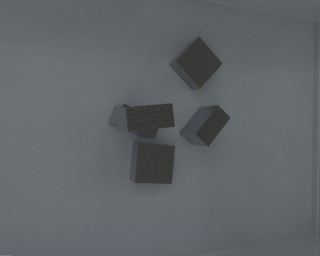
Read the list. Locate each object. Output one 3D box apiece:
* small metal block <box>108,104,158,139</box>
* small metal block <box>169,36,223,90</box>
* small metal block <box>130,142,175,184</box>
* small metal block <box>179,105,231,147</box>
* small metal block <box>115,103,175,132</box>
[{"bbox_3d":[-0.033,-0.008,0.386,0.050,0.050,0.025,23,83,-19],"label":"small metal block"},{"bbox_3d":[0.050,-0.089,0.430,0.050,0.025,0.050,46,76,-15],"label":"small metal block"},{"bbox_3d":[-0.010,0.046,0.408,0.050,0.025,0.050,6,88,-20],"label":"small metal block"},{"bbox_3d":[0.060,-0.003,0.421,0.025,0.050,0.050,43,76,-15],"label":"small metal block"},{"bbox_3d":[-0.018,-0.011,0.338,0.050,0.050,0.025,-6,93,-20],"label":"small metal block"}]
